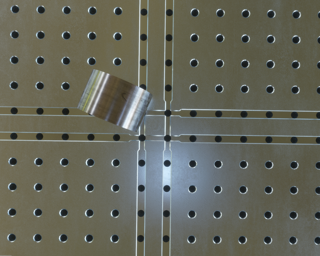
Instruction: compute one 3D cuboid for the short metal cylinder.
[{"bbox_3d":[-0.056,-0.033,0.385,0.080,0.080,0.050,23,90,-1],"label":"short metal cylinder"}]
